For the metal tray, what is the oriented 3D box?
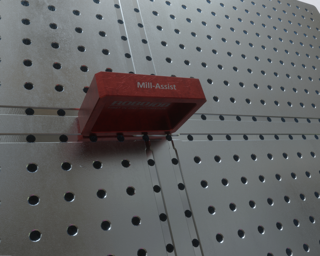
[{"bbox_3d":[-0.022,-0.025,0.370,0.131,0.090,0.030,-1,63,-29],"label":"metal tray"}]
